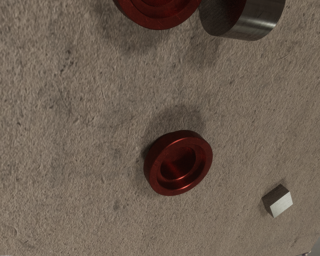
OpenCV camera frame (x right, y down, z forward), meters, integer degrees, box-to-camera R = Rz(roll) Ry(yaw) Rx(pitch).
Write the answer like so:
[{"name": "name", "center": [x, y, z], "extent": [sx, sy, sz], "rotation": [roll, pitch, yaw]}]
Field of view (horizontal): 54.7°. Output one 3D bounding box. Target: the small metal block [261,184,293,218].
[{"name": "small metal block", "center": [0.241, 0.150, 0.635], "extent": [0.050, 0.025, 0.050], "rotation": [-35, 129, -5]}]

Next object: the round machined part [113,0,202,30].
[{"name": "round machined part", "center": [-0.005, -0.150, 0.302], "extent": [0.099, 0.042, 0.097], "rotation": [-14, 125, -21]}]

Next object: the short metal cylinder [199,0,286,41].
[{"name": "short metal cylinder", "center": [0.086, -0.138, 0.335], "extent": [0.050, 0.080, 0.079], "rotation": [-1, 119, -28]}]

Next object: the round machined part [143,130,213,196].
[{"name": "round machined part", "center": [0.022, 0.044, 0.437], "extent": [0.099, 0.042, 0.097], "rotation": [-14, 125, -21]}]
